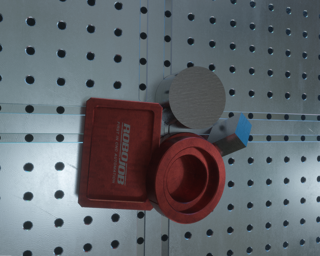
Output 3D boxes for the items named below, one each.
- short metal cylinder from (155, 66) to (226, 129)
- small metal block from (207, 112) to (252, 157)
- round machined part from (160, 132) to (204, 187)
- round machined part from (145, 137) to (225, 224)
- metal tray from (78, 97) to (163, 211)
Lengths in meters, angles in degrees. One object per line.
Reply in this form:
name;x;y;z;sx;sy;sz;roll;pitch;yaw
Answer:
short metal cylinder;0.040;-0.038;0.415;0.081;0.050;0.079;0;90;-21
small metal block;0.094;0.011;0.425;0.025;0.050;0.050;49;40;-14
round machined part;0.035;0.054;0.416;0.099;0.042;0.097;0;90;-21
round machined part;0.026;0.058;0.363;0.099;0.042;0.097;-1;93;-31
metal tray;-0.048;0.032;0.381;0.091;0.030;0.129;5;88;-6
